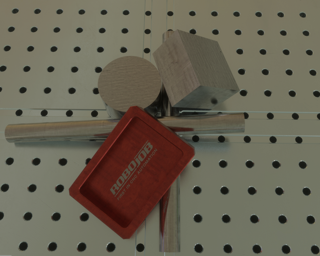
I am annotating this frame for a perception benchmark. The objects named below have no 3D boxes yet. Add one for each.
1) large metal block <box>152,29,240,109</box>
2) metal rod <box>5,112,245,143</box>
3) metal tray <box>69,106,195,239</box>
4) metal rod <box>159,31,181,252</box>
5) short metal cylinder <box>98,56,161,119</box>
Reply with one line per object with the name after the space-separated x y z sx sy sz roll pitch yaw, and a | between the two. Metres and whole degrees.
0.047 -0.073 0.404 0.081 0.050 0.080 -1 64 -43 | large metal block
-0.048 0.000 0.394 0.302 0.025 0.025 -3 70 6 | metal rod
-0.032 0.050 0.363 0.090 0.030 0.130 38 95 6 | metal tray
0.014 0.003 0.410 0.025 0.025 0.299 1 70 0 | metal rod
-0.038 -0.049 0.415 0.081 0.050 0.080 0 70 0 | short metal cylinder
